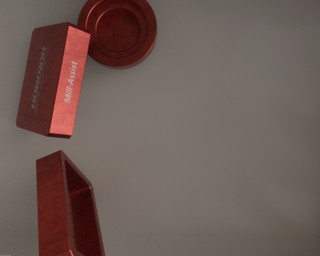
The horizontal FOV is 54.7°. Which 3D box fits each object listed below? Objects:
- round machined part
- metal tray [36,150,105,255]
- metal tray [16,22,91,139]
[{"bbox_3d":[-0.053,-0.124,0.402,0.099,0.042,0.097,0,90,-1],"label":"round machined part"},{"bbox_3d":[-0.099,0.099,0.345,0.030,0.090,0.130,-23,48,0],"label":"metal tray"},{"bbox_3d":[-0.133,-0.058,0.380,0.090,0.030,0.129,10,90,43],"label":"metal tray"}]
